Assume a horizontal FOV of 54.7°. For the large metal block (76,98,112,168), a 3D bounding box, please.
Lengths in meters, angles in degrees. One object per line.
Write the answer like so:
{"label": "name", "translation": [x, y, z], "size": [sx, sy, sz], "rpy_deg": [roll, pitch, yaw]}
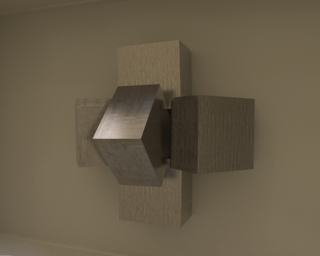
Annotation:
{"label": "large metal block", "translation": [-0.082, 0.005, 0.401], "size": [0.050, 0.080, 0.080], "rpy_deg": [-1, 90, -16]}

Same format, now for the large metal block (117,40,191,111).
{"label": "large metal block", "translation": [-0.006, -0.062, 0.395], "size": [0.080, 0.050, 0.080], "rpy_deg": [-2, 90, 20]}

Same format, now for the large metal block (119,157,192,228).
{"label": "large metal block", "translation": [-0.004, 0.076, 0.397], "size": [0.080, 0.050, 0.080], "rpy_deg": [1, 90, 20]}

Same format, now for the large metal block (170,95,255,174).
{"label": "large metal block", "translation": [0.059, 0.006, 0.351], "size": [0.050, 0.081, 0.079], "rpy_deg": [2, 92, 58]}

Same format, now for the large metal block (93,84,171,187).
{"label": "large metal block", "translation": [-0.023, 0.009, 0.346], "size": [0.050, 0.080, 0.080], "rpy_deg": [-1, 46, 19]}
